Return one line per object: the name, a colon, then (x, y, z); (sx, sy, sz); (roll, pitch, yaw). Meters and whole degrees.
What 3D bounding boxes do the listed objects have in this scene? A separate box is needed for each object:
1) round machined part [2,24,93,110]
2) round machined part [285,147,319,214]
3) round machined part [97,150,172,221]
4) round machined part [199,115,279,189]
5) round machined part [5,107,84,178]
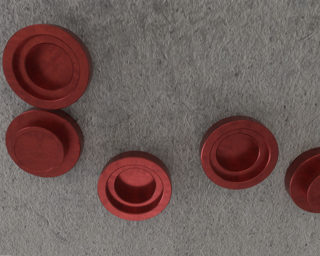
round machined part: (-0.130, -0.074, 0.372); (0.099, 0.042, 0.097); (0, 110, 0)
round machined part: (0.231, 0.079, 0.432); (0.099, 0.042, 0.097); (0, 110, 0)
round machined part: (-0.033, 0.075, 0.428); (0.099, 0.042, 0.097); (0, 110, 0)
round machined part: (0.101, 0.029, 0.412); (0.099, 0.042, 0.097); (0, 110, 0)
round machined part: (-0.154, 0.023, 0.408); (0.099, 0.042, 0.097); (0, 110, 0)
